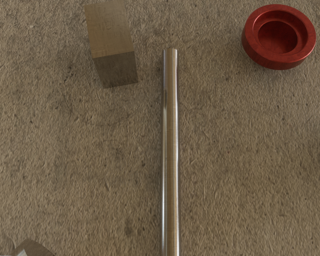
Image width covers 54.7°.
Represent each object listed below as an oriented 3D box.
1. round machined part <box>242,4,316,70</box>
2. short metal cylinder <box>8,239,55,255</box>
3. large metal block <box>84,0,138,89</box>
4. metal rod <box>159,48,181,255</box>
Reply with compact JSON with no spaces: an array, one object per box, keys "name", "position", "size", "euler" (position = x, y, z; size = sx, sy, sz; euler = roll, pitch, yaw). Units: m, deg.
[{"name":"round machined part","position":[0.167,-0.126,0.447],"size":[0.099,0.042,0.098],"euler":[0,70,-1]},{"name":"short metal cylinder","position":[-0.131,0.162,0.318],"size":[0.080,0.080,0.050],"euler":[42,75,13]},{"name":"large metal block","position":[-0.064,-0.110,0.419],"size":[0.050,0.080,0.080],"euler":[-11,71,-4]},{"name":"metal rod","position":[0.013,0.032,0.396],"size":[0.025,0.025,0.299],"euler":[1,70,0]}]
